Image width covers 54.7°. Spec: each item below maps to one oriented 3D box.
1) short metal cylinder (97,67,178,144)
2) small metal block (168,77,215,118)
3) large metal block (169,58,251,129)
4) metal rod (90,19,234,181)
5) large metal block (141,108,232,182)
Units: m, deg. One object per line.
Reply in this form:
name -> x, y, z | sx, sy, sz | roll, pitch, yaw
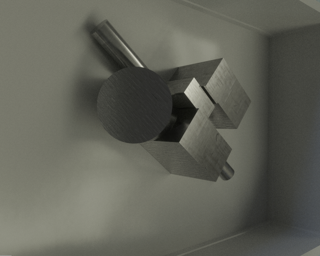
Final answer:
short metal cylinder -> -0.022, -0.024, 0.344 | 0.050, 0.080, 0.079 | 3, 88, -80
small metal block -> 0.032, -0.034, 0.387 | 0.050, 0.050, 0.025 | 48, 61, -30
large metal block -> 0.064, -0.044, 0.426 | 0.080, 0.080, 0.050 | 48, 61, -30
metal rod -> 0.020, -0.020, 0.425 | 0.300, 0.025, 0.025 | 47, 62, -30
large metal block -> 0.031, 0.021, 0.398 | 0.080, 0.080, 0.050 | 47, 62, -30
